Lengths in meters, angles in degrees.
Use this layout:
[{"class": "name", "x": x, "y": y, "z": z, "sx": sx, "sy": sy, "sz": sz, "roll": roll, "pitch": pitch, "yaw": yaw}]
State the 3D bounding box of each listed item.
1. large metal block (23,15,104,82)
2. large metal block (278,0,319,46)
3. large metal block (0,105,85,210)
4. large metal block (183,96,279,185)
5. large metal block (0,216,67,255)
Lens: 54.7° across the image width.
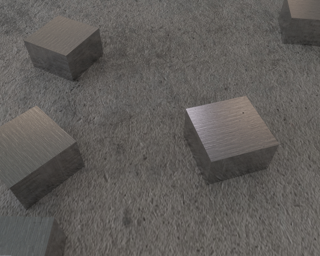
[{"class": "large metal block", "x": -0.150, "y": -0.128, "z": 0.493, "sx": 0.080, "sy": 0.050, "sz": 0.080, "roll": 22, "pitch": 53, "yaw": 17}, {"class": "large metal block", "x": 0.262, "y": -0.191, "z": 0.549, "sx": 0.080, "sy": 0.050, "sz": 0.080, "roll": 6, "pitch": 50, "yaw": 5}, {"class": "large metal block", "x": -0.149, "y": 0.032, "z": 0.359, "sx": 0.080, "sy": 0.050, "sz": 0.080, "roll": 36, "pitch": 59, "yaw": 26}, {"class": "large metal block", "x": 0.081, "y": 0.013, "z": 0.376, "sx": 0.081, "sy": 0.050, "sz": 0.080, "roll": -13, "pitch": 51, "yaw": -11}, {"class": "large metal block", "x": -0.138, "y": 0.128, "z": 0.279, "sx": 0.080, "sy": 0.050, "sz": 0.080, "roll": 1, "pitch": 50, "yaw": 1}]
